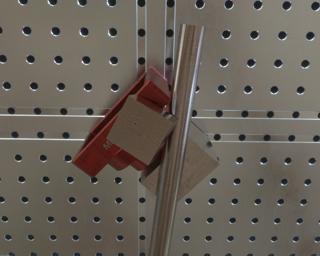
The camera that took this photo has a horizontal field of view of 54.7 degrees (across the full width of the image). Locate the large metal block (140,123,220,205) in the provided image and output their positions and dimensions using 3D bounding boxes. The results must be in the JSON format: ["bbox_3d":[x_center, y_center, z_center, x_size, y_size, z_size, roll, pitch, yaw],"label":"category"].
[{"bbox_3d":[0.023,0.039,0.396,0.050,0.080,0.080,41,105,-14],"label":"large metal block"}]

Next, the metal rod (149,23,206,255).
[{"bbox_3d":[0.013,0.041,0.343,0.025,0.025,0.298,6,110,-3],"label":"metal rod"}]

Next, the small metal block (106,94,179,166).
[{"bbox_3d":[-0.017,0.001,0.309,0.050,0.025,0.050,32,106,8],"label":"small metal block"}]

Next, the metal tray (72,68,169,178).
[{"bbox_3d":[-0.045,-0.010,0.374,0.030,0.090,0.130,42,105,-14],"label":"metal tray"}]

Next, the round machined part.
[{"bbox_3d":[-0.022,0.014,0.384,0.042,0.098,0.098,41,105,-14],"label":"round machined part"}]
